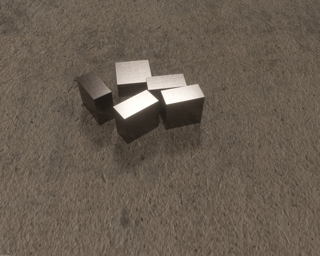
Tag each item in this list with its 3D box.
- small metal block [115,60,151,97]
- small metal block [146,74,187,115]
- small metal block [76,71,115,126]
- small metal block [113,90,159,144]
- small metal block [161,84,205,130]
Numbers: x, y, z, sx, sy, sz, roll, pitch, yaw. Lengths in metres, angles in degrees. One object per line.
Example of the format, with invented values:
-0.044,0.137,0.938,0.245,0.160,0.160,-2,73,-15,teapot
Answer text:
-0.039,-0.075,0.466,0.050,0.025,0.050,-6,50,-6,small metal block
0.008,-0.045,0.425,0.050,0.050,0.025,-7,51,-6,small metal block
-0.086,-0.040,0.420,0.025,0.050,0.050,-29,56,-22,small metal block
-0.029,-0.014,0.398,0.050,0.050,0.025,-30,57,-23,small metal block
0.029,-0.027,0.410,0.050,0.050,0.025,-12,52,-10,small metal block
